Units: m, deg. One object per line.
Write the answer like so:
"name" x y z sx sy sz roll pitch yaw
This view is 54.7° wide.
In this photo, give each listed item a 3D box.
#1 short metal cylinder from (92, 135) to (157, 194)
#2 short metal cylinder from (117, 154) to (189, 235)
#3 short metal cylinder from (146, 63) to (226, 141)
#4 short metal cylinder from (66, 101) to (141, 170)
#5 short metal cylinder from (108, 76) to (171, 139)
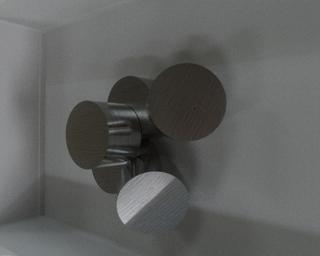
"short metal cylinder" -0.050 0.047 0.428 0.080 0.050 0.079 0 90 39
"short metal cylinder" -0.010 0.077 0.367 0.050 0.081 0.079 -112 39 -71
"short metal cylinder" 0.026 -0.026 0.339 0.081 0.050 0.079 0 89 -5
"short metal cylinder" -0.070 0.008 0.377 0.080 0.050 0.079 0 90 39
"short metal cylinder" -0.024 -0.025 0.406 0.080 0.050 0.079 0 90 39
